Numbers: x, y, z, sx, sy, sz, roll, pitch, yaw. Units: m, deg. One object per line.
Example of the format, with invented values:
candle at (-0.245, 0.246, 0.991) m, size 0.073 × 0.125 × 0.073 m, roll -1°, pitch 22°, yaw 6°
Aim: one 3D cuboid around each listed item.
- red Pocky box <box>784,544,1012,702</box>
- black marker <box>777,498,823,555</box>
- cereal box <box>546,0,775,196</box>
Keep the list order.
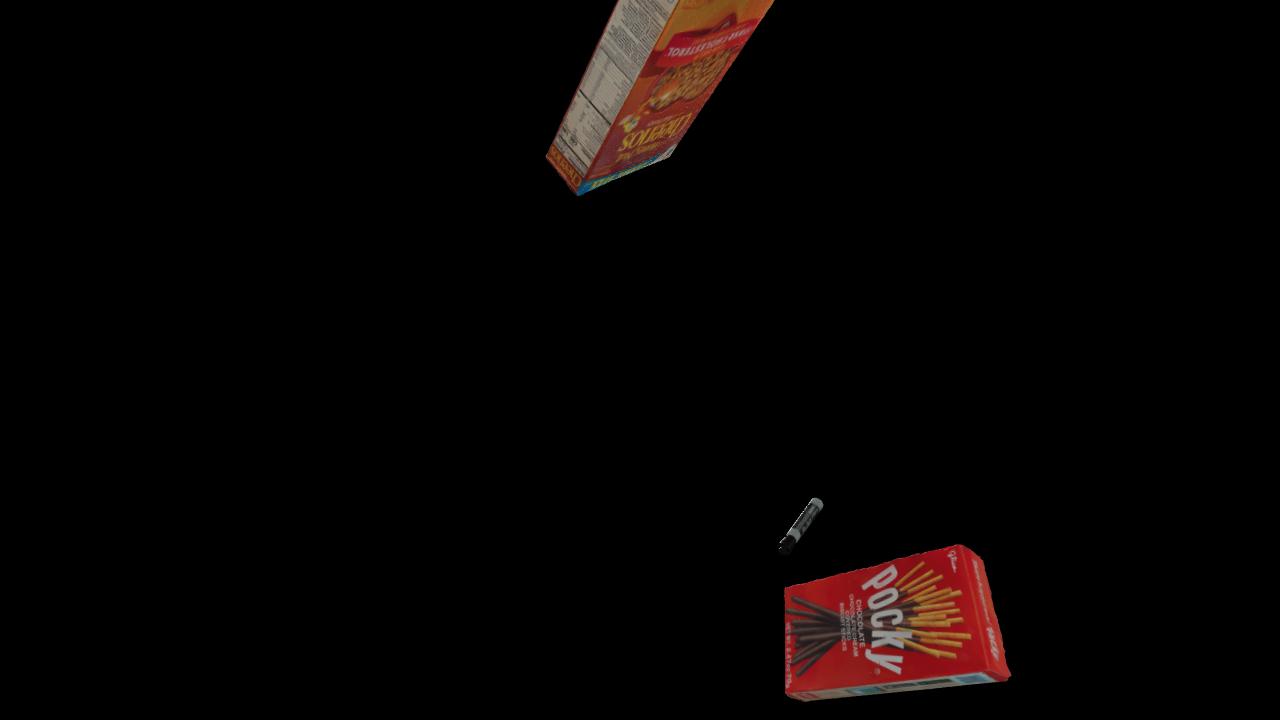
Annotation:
red Pocky box at (0.170, 0.190, 0.439) m, size 0.028 × 0.083 × 0.155 m, roll 36°, pitch -47°, yaw -24°
black marker at (0.219, 0.227, 0.839) m, size 0.020 × 0.020 × 0.121 m, roll 0°, pitch 21°, yaw 39°
cereal box at (0.027, -0.347, 0.735) m, size 0.203 × 0.081 × 0.306 m, roll -35°, pitch -8°, yaw -40°
